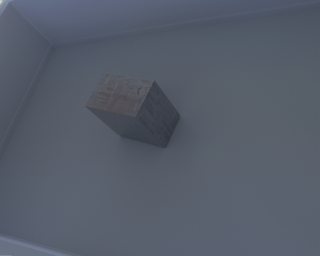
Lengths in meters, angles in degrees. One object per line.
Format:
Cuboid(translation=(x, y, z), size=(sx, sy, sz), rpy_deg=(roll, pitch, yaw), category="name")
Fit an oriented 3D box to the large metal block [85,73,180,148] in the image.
Cuboid(translation=(-0.033, -0.022, 0.397), size=(0.080, 0.080, 0.050), rpy_deg=(13, 69, 33), category="large metal block")
